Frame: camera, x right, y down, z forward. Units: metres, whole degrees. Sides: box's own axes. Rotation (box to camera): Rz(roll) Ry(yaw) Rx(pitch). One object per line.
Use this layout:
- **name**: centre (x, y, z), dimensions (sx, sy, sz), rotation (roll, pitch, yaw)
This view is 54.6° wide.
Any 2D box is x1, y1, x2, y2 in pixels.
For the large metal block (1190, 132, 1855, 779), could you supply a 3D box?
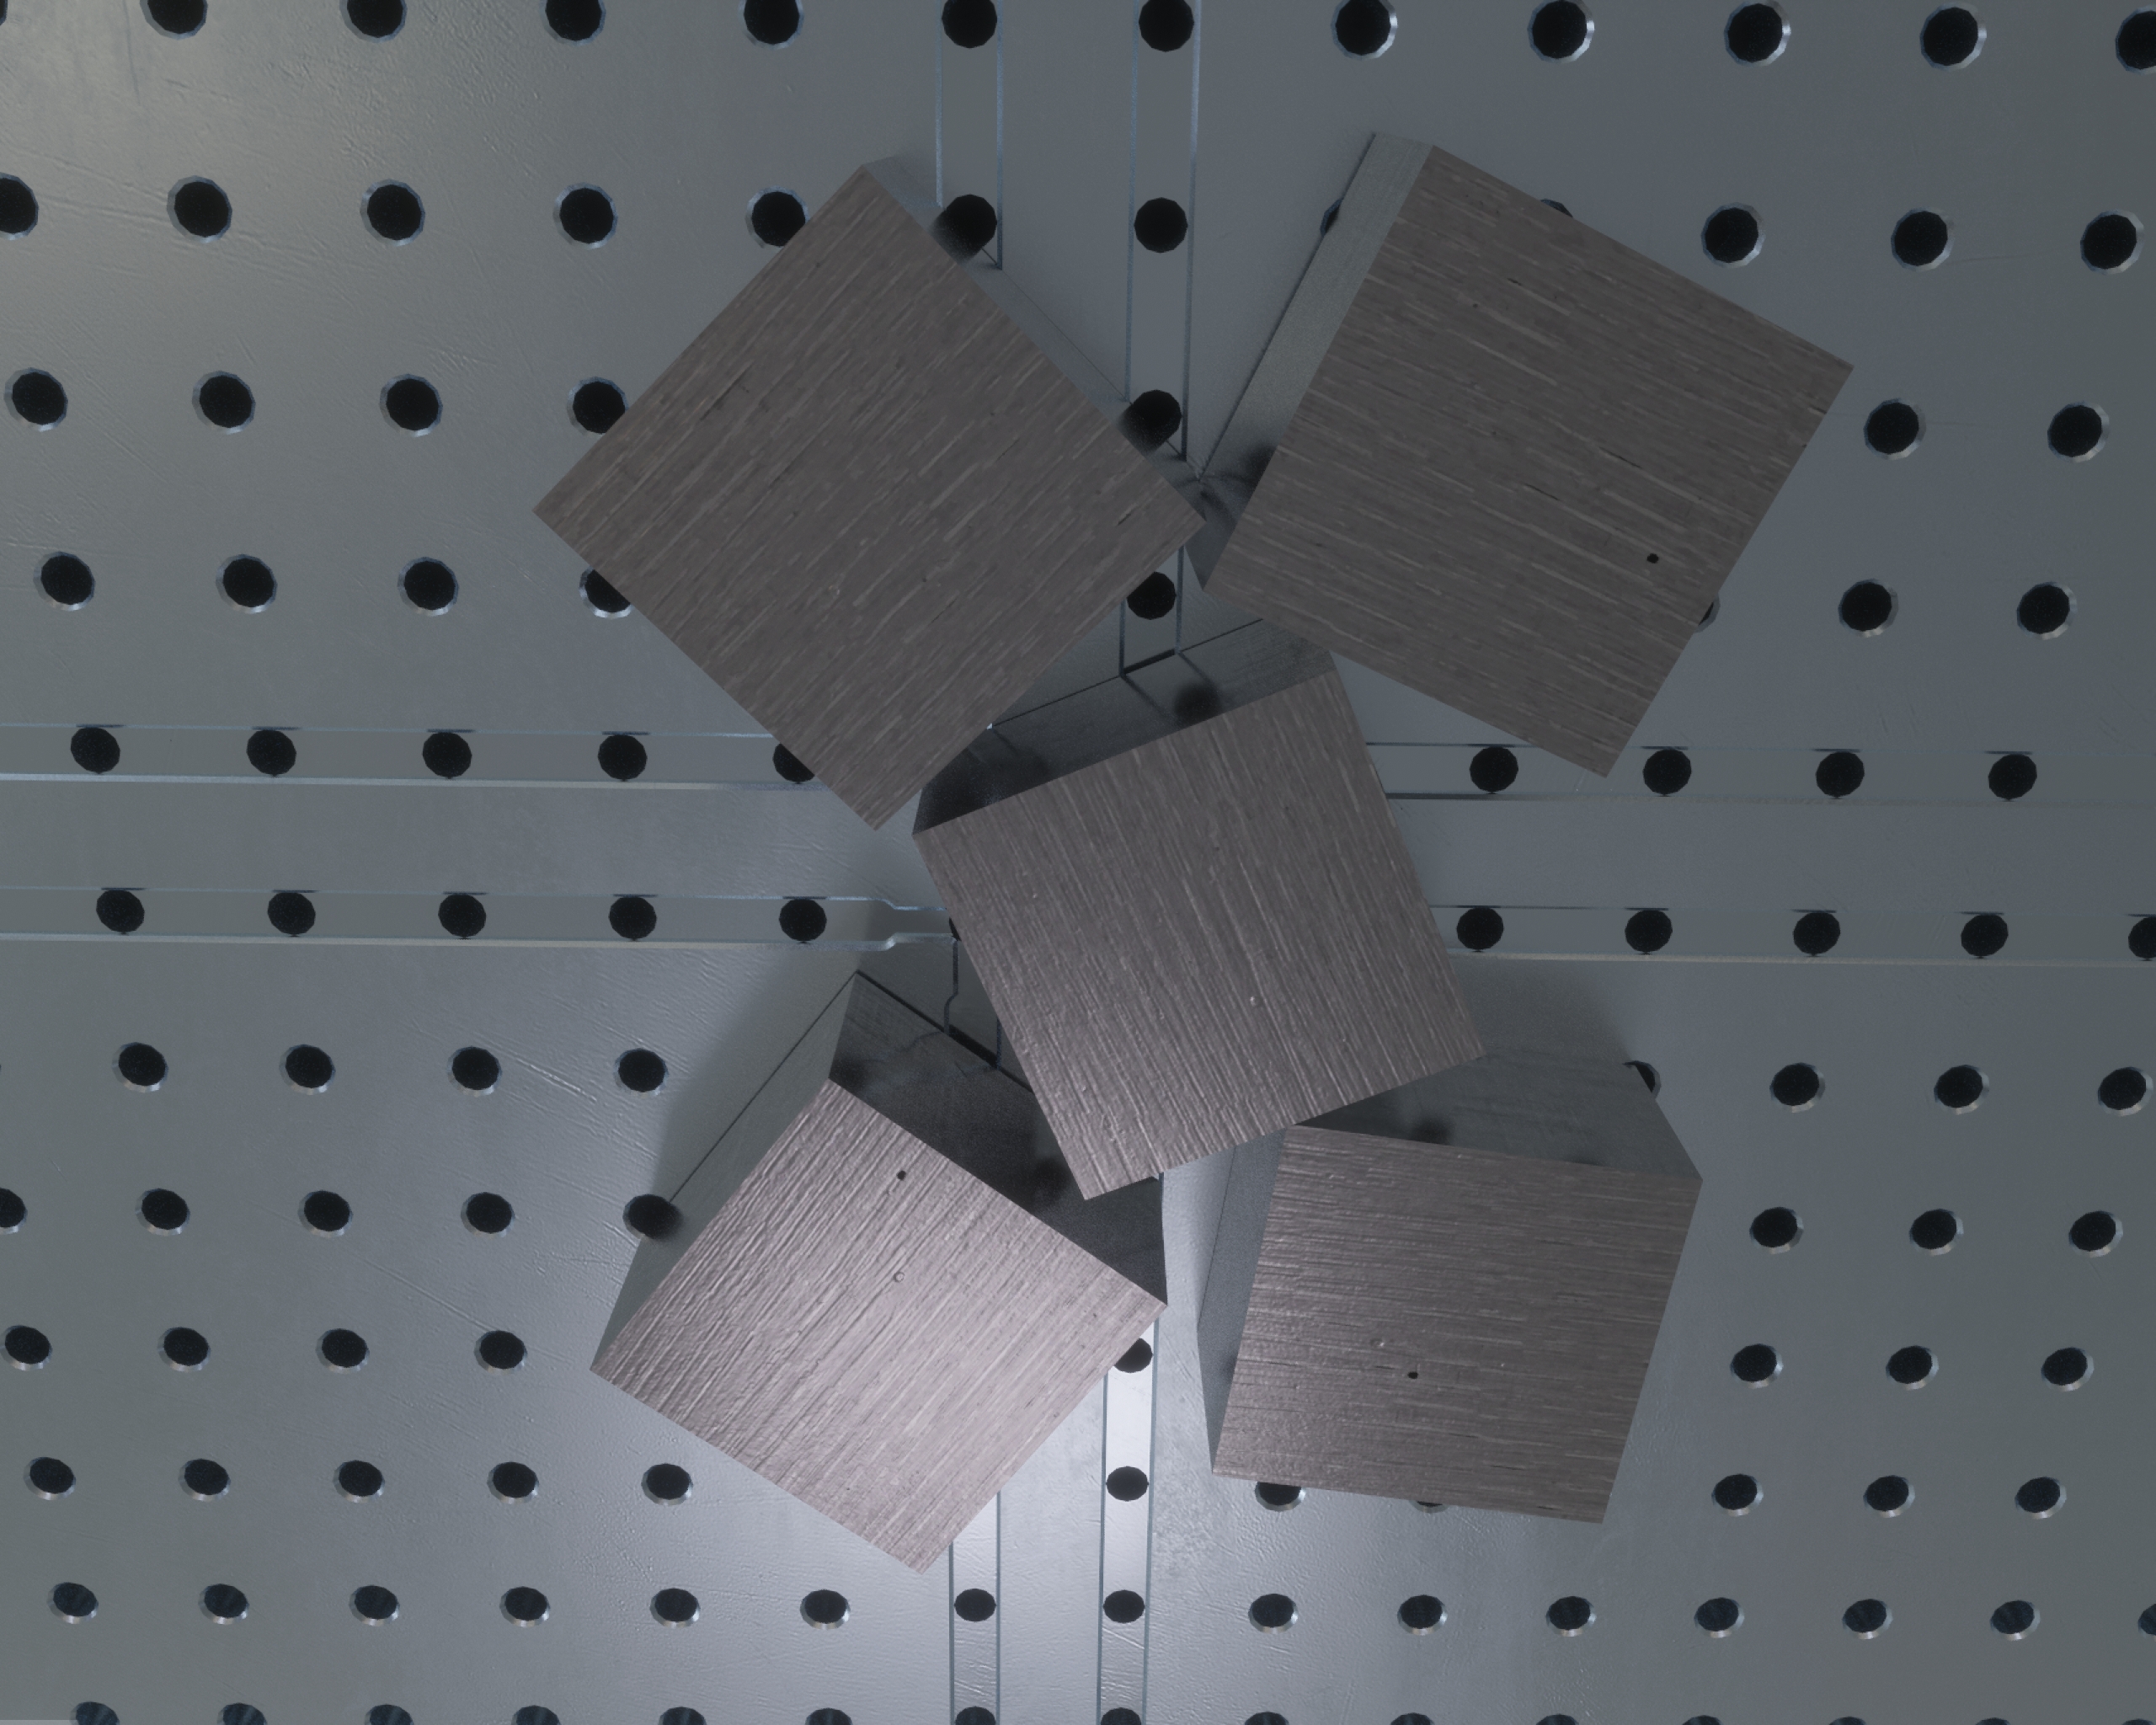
- **large metal block**: centre (0.074, -0.073, 0.372), dimensions (0.080, 0.050, 0.080), rotation (23, 108, -12)

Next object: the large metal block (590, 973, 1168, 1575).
- **large metal block**: centre (-0.039, 0.084, 0.429), dimensions (0.080, 0.050, 0.080), rotation (36, 106, -12)

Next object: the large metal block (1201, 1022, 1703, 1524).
- **large metal block**: centre (0.073, 0.083, 0.431), dimensions (0.080, 0.050, 0.079), rotation (8, 110, -4)

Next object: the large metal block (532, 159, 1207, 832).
- **large metal block**: centre (-0.035, -0.067, 0.375), dimensions (0.080, 0.050, 0.080), rotation (-42, 104, 14)

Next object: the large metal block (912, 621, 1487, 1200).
- **large metal block**: centre (0.023, 0.007, 0.402), dimensions (0.080, 0.050, 0.080), rotation (-21, 109, 7)
